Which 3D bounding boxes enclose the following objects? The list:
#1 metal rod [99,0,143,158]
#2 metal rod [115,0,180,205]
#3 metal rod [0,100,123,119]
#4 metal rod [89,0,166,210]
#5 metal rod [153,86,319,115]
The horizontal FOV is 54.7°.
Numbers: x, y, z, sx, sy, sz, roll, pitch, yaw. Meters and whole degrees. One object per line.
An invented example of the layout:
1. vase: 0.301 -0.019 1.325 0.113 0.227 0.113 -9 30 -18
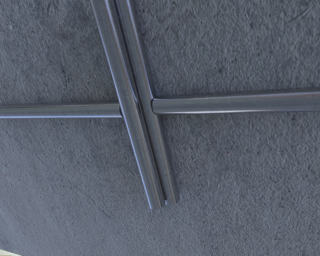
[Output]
1. metal rod: -0.036 -0.029 0.409 0.025 0.025 0.298 1 119 27
2. metal rod: -0.013 -0.023 0.400 0.025 0.025 0.298 1 119 27
3. metal rod: -0.181 -0.027 0.484 0.301 0.025 0.025 1 119 27
4. metal rod: -0.035 -0.020 0.387 0.025 0.025 0.298 1 119 27
5. metal rod: 0.130 -0.029 0.322 0.300 0.025 0.025 0 118 28
